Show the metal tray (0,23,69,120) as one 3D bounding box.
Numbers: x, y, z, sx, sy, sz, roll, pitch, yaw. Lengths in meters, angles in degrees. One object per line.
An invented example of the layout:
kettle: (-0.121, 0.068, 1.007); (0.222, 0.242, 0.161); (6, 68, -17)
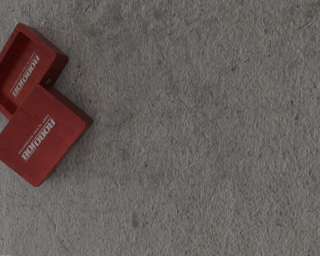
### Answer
metal tray: (-0.212, -0.083, 0.481); (0.090, 0.030, 0.130); (40, 102, 15)

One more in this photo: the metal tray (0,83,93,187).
metal tray: (-0.173, 0.011, 0.453); (0.090, 0.030, 0.130); (40, 103, -4)
